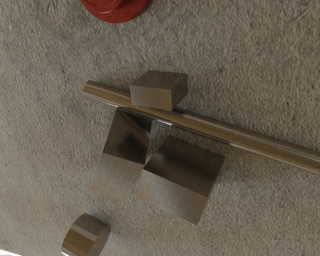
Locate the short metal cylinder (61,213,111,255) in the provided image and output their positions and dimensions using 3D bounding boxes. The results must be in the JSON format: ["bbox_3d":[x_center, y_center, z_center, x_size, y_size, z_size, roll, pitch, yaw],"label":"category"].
[{"bbox_3d":[-0.133,0.204,0.565,0.050,0.080,0.079,23,127,14],"label":"short metal cylinder"}]

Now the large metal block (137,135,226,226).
[{"bbox_3d":[0.029,0.062,0.394,0.080,0.080,0.050,22,126,14],"label":"large metal block"}]

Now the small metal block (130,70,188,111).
[{"bbox_3d":[0.000,-0.045,0.361,0.050,0.050,0.025,10,123,22],"label":"small metal block"}]

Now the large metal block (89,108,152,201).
[{"bbox_3d":[-0.051,0.035,0.407,0.050,0.080,0.079,18,132,-9],"label":"large metal block"}]

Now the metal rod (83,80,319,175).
[{"bbox_3d":[0.039,-0.007,0.380,0.301,0.025,0.025,19,126,16],"label":"metal rod"}]

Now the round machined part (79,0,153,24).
[{"bbox_3d":[-0.055,-0.159,0.325,0.098,0.042,0.097,13,124,20],"label":"round machined part"}]
